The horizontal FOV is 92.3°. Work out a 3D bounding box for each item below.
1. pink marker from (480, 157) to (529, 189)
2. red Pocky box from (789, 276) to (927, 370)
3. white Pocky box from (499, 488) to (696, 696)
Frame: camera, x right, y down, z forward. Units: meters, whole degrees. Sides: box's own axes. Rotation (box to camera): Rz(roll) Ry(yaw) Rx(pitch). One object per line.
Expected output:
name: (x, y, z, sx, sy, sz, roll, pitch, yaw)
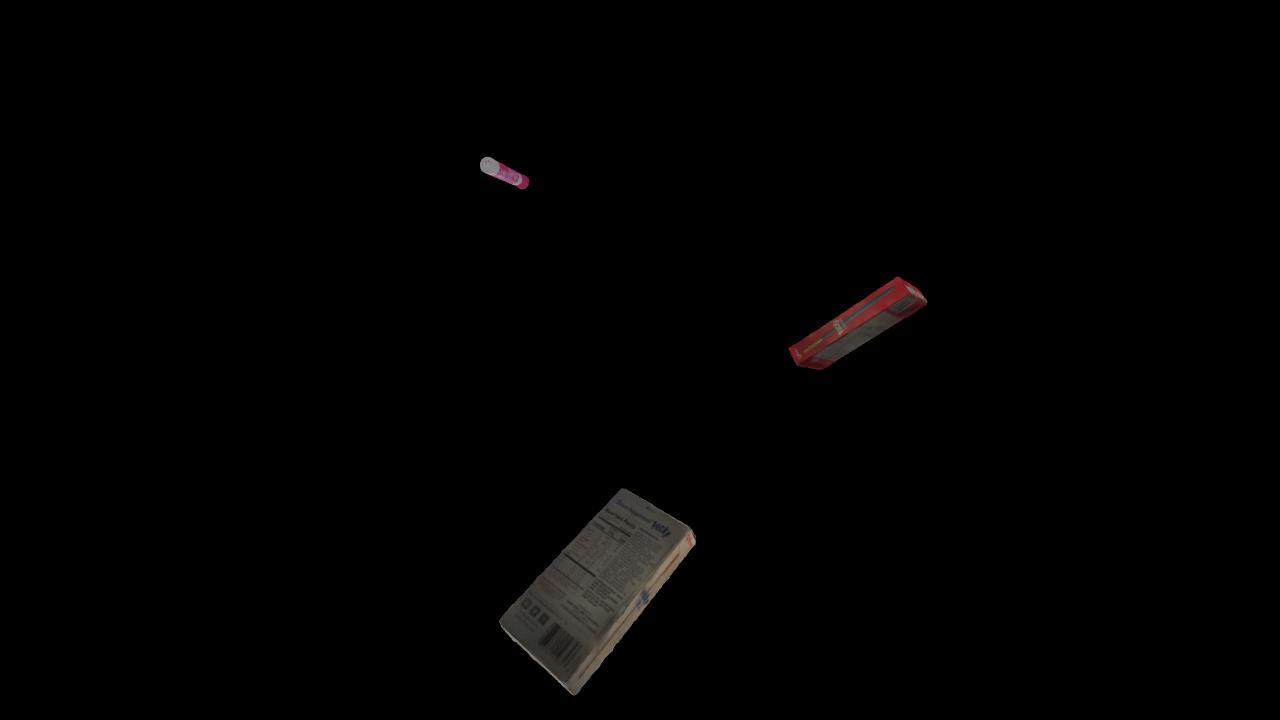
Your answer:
pink marker: (-0.165, -0.230, 0.763, 0.020, 0.020, 0.121, 0, 7, 10)
red Pocky box: (0.262, -0.041, 0.745, 0.155, 0.028, 0.083, -37, -25, 29)
white Pocky box: (-0.033, 0.182, 0.507, 0.084, 0.028, 0.154, 22, 54, 38)
